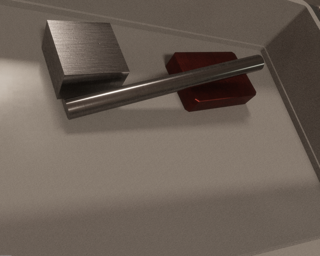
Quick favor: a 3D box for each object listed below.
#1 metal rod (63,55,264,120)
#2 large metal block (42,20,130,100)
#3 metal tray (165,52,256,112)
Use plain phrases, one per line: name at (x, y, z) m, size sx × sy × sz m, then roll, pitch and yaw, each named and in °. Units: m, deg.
metal rod at (0.022, -0.062, 0.424) m, size 0.302 × 0.025 × 0.025 m, roll -17°, pitch 71°, yaw -24°
large metal block at (-0.096, -0.087, 0.392) m, size 0.081 × 0.050 × 0.080 m, roll -10°, pitch 67°, yaw -33°
metal tray at (0.083, -0.078, 0.497) m, size 0.131 × 0.030 × 0.090 m, roll -10°, pitch 67°, yaw -33°
